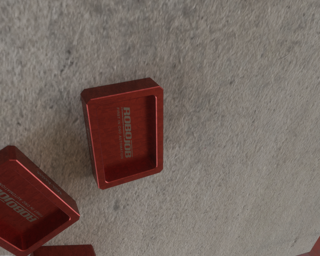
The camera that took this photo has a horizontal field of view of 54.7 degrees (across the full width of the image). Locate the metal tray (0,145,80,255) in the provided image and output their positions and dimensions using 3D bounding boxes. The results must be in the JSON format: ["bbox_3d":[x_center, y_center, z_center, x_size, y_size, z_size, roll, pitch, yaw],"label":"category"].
[{"bbox_3d":[-0.170,0.092,0.368,0.090,0.030,0.130,-35,129,-6],"label":"metal tray"}]

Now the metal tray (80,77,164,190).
[{"bbox_3d":[-0.043,0.009,0.386,0.091,0.030,0.129,-14,125,-21],"label":"metal tray"}]

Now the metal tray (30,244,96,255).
[{"bbox_3d":[-0.159,0.234,0.463,0.091,0.030,0.129,13,112,-34],"label":"metal tray"}]
